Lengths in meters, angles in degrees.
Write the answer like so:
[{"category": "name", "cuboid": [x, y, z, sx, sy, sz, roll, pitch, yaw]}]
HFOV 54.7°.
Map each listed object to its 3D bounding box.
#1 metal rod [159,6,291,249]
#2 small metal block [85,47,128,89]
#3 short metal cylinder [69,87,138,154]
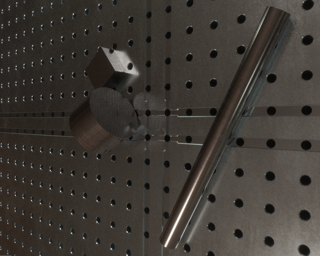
[{"category": "metal rod", "cuboid": [0.065, 0.015, 0.354, 0.025, 0.025, 0.298, 34, 111, 34]}, {"category": "small metal block", "cuboid": [-0.083, -0.087, 0.476, 0.050, 0.025, 0.050, -45, 63, 30]}, {"category": "short metal cylinder", "cuboid": [-0.078, -0.010, 0.436, 0.050, 0.081, 0.080, -35, 69, 34]}]
